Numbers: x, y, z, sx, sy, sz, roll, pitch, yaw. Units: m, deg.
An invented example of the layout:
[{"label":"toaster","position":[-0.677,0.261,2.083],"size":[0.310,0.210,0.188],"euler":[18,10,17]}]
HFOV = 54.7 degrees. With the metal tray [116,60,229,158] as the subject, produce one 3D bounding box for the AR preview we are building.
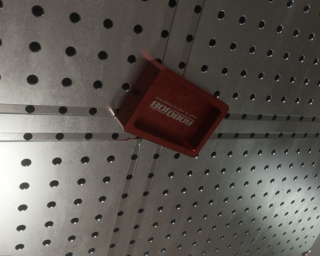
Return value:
[{"label":"metal tray","position":[0.020,-0.020,0.408],"size":[0.131,0.030,0.090],"euler":[24,105,-37]}]
